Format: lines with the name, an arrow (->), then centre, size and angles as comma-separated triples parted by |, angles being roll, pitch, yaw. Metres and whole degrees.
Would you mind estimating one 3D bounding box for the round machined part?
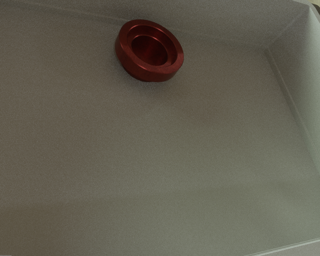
round machined part -> -0.018, -0.106, 0.449 | 0.099, 0.042, 0.098 | 13, 56, -21
